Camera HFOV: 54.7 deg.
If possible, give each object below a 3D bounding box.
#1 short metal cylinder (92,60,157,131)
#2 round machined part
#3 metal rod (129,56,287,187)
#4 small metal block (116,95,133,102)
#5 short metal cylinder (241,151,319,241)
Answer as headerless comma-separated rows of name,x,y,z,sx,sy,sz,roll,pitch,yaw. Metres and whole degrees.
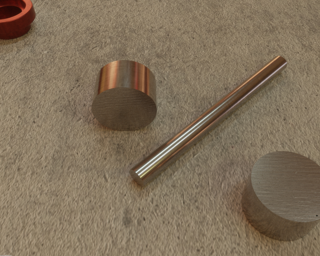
short metal cylinder,-0.045,-0.040,0.401,0.081,0.080,0.050,-1,50,-1
round machined part,-0.273,-0.195,0.554,0.099,0.042,0.098,0,50,0
metal rod,0.081,-0.023,0.422,0.302,0.025,0.025,-37,59,-27
small metal block,-0.062,-0.062,0.454,0.050,0.025,0.050,0,50,0
short metal cylinder,0.132,0.071,0.328,0.081,0.050,0.080,0,50,0
